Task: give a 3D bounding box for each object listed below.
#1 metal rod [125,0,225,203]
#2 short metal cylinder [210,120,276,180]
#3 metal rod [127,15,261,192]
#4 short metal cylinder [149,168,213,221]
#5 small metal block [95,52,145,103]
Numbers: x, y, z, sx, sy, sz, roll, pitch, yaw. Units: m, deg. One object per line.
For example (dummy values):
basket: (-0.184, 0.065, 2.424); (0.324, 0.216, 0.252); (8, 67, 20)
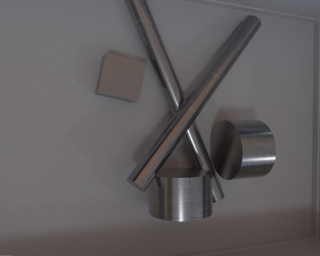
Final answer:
metal rod: (0.023, -0.036, 0.419); (0.025, 0.025, 0.299); (-26, 99, -18)
short metal cylinder: (0.111, 0.029, 0.424); (0.050, 0.080, 0.079); (-1, 91, -20)
metal rod: (0.056, -0.046, 0.409); (0.025, 0.025, 0.301); (43, 68, -15)
short metal cylinder: (0.026, 0.081, 0.392); (0.081, 0.080, 0.050); (-1, 91, -20)
small metal block: (-0.051, -0.062, 0.392); (0.050, 0.025, 0.050); (12, 86, -20)
